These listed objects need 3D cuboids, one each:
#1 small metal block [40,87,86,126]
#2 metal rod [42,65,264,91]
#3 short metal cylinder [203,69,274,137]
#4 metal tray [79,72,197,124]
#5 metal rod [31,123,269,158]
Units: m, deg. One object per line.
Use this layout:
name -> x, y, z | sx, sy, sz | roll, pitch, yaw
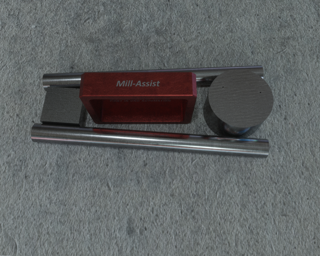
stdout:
small metal block -> -0.128, -0.027, 0.419 | 0.050, 0.025, 0.050 | 4, 70, 1
metal rod -> -0.008, -0.070, 0.435 | 0.302, 0.025, 0.025 | -2, 70, -1
short metal cylinder -> 0.100, -0.030, 0.407 | 0.081, 0.050, 0.080 | 0, 70, 0
metal tray -> -0.024, -0.034, 0.386 | 0.131, 0.090, 0.030 | 0, 70, 0
metal rod -> -0.013, 0.016, 0.403 | 0.302, 0.025, 0.025 | 4, 70, 1
